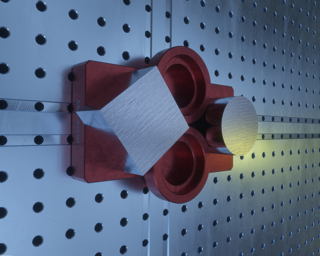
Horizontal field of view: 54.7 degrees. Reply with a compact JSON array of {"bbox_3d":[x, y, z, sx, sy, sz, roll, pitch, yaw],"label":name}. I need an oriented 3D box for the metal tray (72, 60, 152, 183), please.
[{"bbox_3d":[-0.053,-0.007,0.361,0.091,0.030,0.129,1,90,-41],"label":"metal tray"}]

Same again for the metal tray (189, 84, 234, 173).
[{"bbox_3d":[0.070,0.000,0.462,0.091,0.030,0.129,1,90,-40],"label":"metal tray"}]

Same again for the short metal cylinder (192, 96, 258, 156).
[{"bbox_3d":[0.091,-0.003,0.429,0.081,0.050,0.079,0,90,-40],"label":"short metal cylinder"}]

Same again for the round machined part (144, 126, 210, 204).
[{"bbox_3d":[0.017,0.045,0.400,0.099,0.042,0.097,0,90,-40],"label":"round machined part"}]

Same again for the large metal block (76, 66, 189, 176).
[{"bbox_3d":[-0.026,-0.008,0.331,0.080,0.050,0.080,-44,117,-31],"label":"large metal block"}]

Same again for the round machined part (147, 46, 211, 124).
[{"bbox_3d":[0.018,-0.053,0.401,0.099,0.042,0.097,0,90,-40],"label":"round machined part"}]
